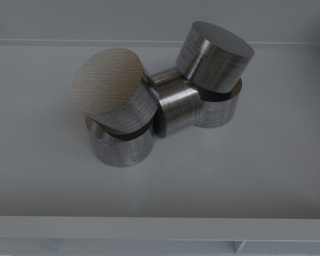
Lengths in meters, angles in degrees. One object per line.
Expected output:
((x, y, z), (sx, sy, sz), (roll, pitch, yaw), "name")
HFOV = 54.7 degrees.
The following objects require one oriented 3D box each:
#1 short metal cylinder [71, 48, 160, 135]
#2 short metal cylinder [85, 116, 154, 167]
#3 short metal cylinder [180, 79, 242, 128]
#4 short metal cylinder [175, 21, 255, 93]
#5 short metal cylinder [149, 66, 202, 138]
((-0.047, -0.039, 0.335), (0.080, 0.050, 0.080), (-9, 62, 17), "short metal cylinder")
((-0.048, 0.001, 0.385), (0.081, 0.050, 0.080), (0, 50, 0), "short metal cylinder")
((0.067, -0.047, 0.427), (0.081, 0.050, 0.080), (0, 50, 0), "short metal cylinder")
((0.065, -0.087, 0.376), (0.081, 0.050, 0.080), (18, 35, -13), "short metal cylinder")
((0.010, -0.033, 0.395), (0.050, 0.080, 0.080), (-24, 54, -19), "short metal cylinder")
